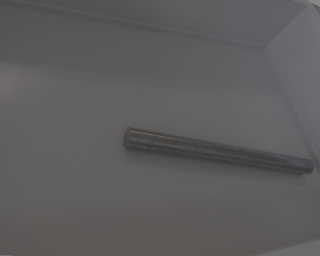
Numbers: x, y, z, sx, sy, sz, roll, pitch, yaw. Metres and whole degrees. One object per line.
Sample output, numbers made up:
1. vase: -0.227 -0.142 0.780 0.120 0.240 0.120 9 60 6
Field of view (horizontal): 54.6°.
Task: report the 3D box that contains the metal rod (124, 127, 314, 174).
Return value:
1. metal rod: 0.097 0.036 0.434 0.302 0.025 0.025 10 57 -23
